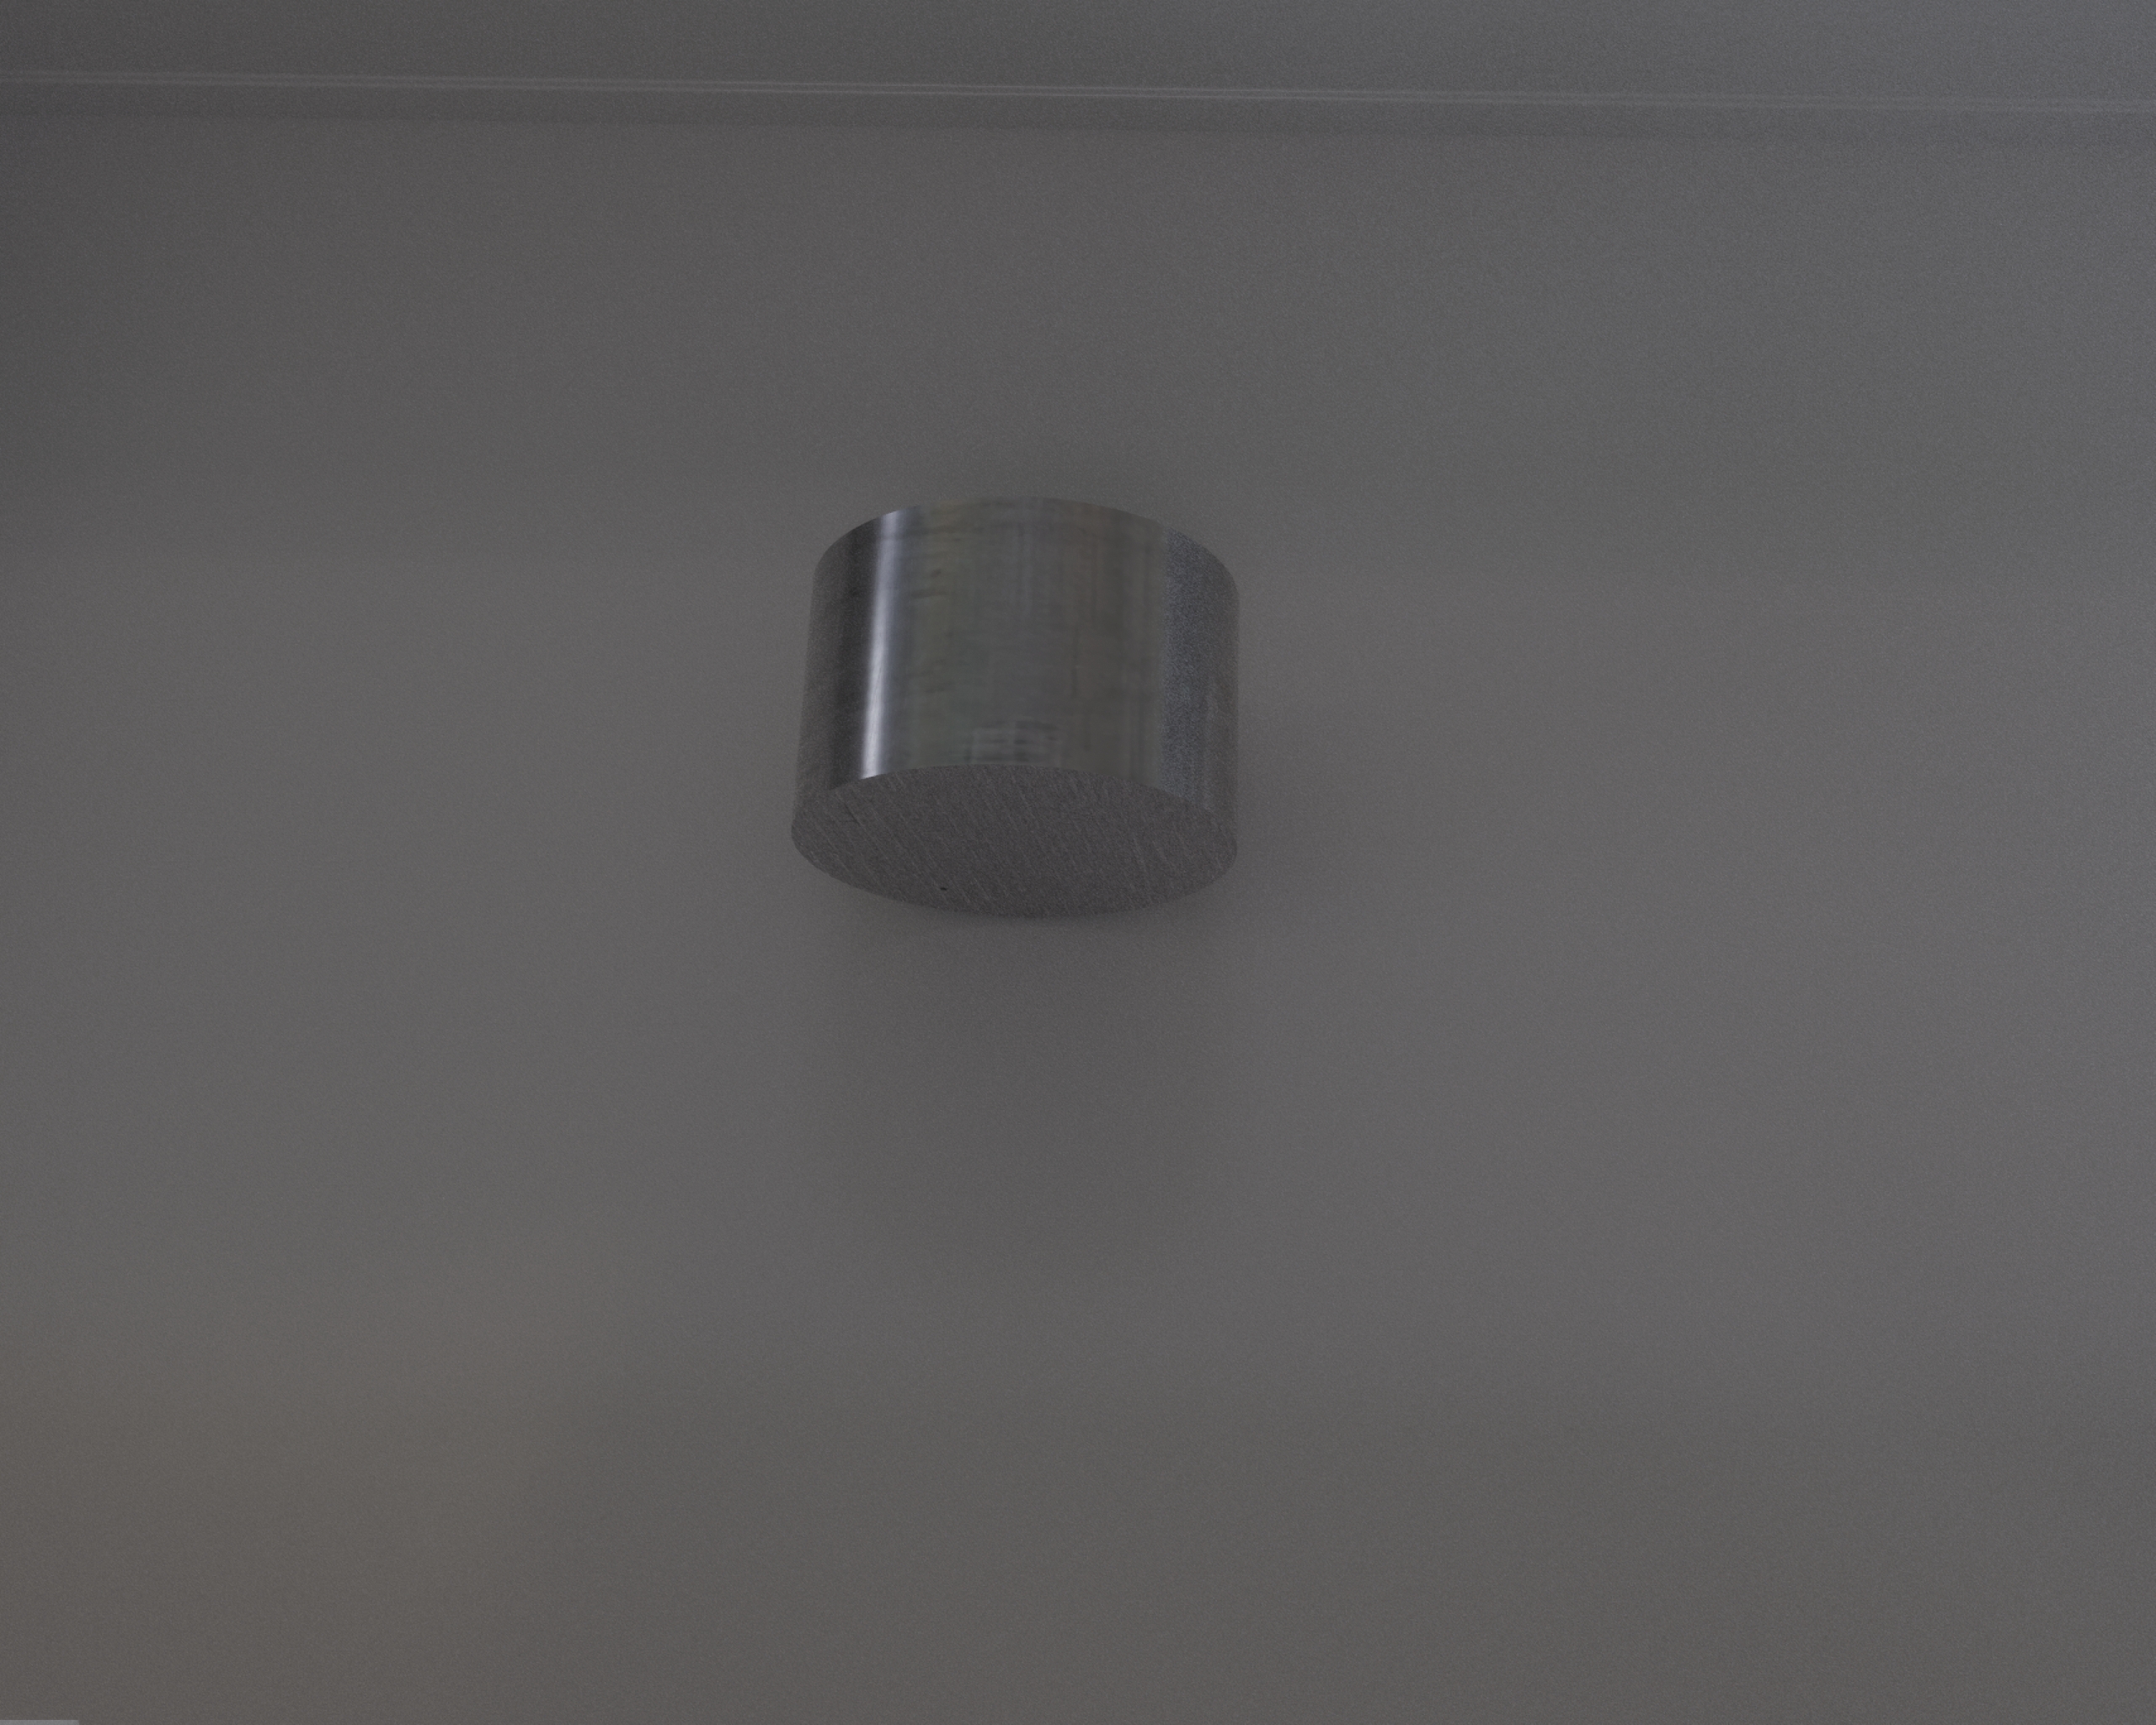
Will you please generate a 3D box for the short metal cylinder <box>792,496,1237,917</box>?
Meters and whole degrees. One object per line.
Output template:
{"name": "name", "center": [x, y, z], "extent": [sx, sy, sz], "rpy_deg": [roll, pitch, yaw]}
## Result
{"name": "short metal cylinder", "center": [-0.011, -0.026, 0.387], "extent": [0.080, 0.080, 0.050], "rpy_deg": [2, 70, 1]}
